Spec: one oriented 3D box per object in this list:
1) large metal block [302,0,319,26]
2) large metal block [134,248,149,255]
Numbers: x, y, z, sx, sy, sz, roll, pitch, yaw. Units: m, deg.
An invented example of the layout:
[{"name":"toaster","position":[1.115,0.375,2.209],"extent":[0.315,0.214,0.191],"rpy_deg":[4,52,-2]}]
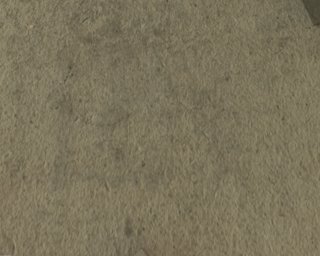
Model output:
[{"name":"large metal block","position":[0.271,-0.211,0.476],"extent":[0.081,0.050,0.080],"rpy_deg":[-11,71,-5]},{"name":"large metal block","position":[-0.024,0.187,0.326],"extent":[0.080,0.050,0.080],"rpy_deg":[-39,75,-13]}]
